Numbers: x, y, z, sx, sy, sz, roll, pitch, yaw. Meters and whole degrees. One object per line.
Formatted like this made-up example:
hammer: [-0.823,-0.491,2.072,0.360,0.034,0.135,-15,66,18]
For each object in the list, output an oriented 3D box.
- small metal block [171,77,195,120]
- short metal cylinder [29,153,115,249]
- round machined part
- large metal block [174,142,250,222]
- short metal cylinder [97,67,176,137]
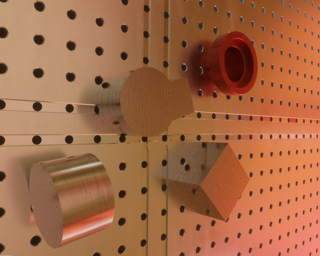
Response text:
small metal block: [0.017,-0.039,0.425,0.050,0.025,0.050,-22,104,-38]
short metal cylinder: [-0.087,0.068,0.302,0.050,0.080,0.079,-10,97,-40]
round machined part: [0.109,-0.100,0.492,0.099,0.042,0.097,0,90,-40]
large metal block: [0.080,0.078,0.463,0.080,0.050,0.080,-50,120,-28]
short metal cylinder: [-0.027,-0.030,0.372,0.081,0.050,0.079,0,90,-40]
